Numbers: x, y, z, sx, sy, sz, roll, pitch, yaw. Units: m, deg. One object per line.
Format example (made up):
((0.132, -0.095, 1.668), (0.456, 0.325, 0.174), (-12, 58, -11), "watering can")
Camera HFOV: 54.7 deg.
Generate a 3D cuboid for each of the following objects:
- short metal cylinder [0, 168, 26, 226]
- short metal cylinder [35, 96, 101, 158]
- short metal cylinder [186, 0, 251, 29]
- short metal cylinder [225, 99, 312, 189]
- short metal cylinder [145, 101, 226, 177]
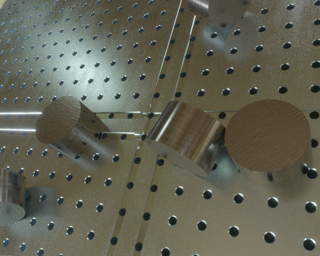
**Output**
((-0.232, 0.099, 0.434), (0.080, 0.080, 0.050), (-26, 53, 12), "short metal cylinder")
((-0.137, -0.002, 0.465), (0.080, 0.050, 0.080), (-13, 56, 21), "short metal cylinder")
((0.085, -0.191, 0.445), (0.080, 0.080, 0.050), (-43, 51, -1), "short metal cylinder")
((0.113, 0.017, 0.322), (0.080, 0.050, 0.080), (-13, 56, 21), "short metal cylinder")
((0.030, 0.013, 0.349), (0.080, 0.080, 0.050), (22, 74, 36), "short metal cylinder")
